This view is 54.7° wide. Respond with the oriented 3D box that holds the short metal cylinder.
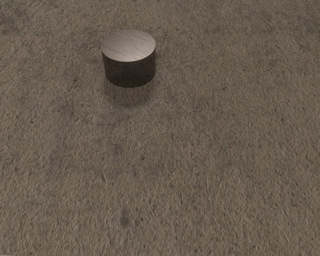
[{"bbox_3d":[-0.047,-0.107,0.477,0.081,0.050,0.080,0,50,0],"label":"short metal cylinder"}]
